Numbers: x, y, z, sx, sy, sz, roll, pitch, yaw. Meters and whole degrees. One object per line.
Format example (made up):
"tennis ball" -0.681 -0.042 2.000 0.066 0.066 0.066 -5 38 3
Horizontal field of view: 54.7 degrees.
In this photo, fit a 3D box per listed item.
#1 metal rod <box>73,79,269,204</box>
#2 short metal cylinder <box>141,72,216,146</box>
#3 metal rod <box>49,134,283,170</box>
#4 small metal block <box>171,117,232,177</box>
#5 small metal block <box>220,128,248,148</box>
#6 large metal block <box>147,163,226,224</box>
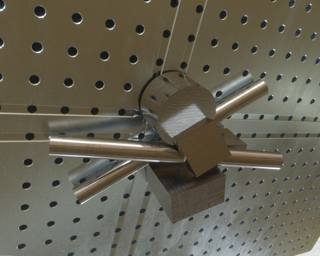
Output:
"metal rod" 0.021 0.014 0.428 0.301 0.025 0.025 -30 129 -9
"short metal cylinder" 0.022 -0.024 0.388 0.081 0.050 0.079 -14 123 -21
"metal rod" 0.020 0.032 0.392 0.302 0.025 0.025 5 117 -16
"small metal block" 0.050 0.022 0.372 0.050 0.025 0.050 -31 106 -8
"small metal block" 0.089 0.023 0.454 0.050 0.050 0.025 0 118 -28
"large metal block" 0.034 0.074 0.435 0.081 0.080 0.050 -17 125 -19
